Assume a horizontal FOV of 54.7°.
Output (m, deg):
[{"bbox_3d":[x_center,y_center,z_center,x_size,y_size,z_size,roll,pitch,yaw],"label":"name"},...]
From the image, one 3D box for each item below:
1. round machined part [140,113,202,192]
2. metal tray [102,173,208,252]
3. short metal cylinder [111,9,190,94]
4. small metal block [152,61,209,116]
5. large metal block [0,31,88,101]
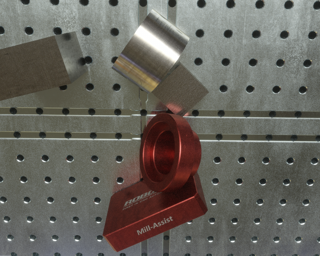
[{"bbox_3d":[0.015,0.032,0.392,0.042,0.098,0.097,8,112,-30],"label":"round machined part"},{"bbox_3d":[-0.007,0.101,0.415,0.130,0.090,0.030,-26,110,9],"label":"metal tray"},{"bbox_3d":[-0.011,-0.086,0.352,0.050,0.080,0.080,35,106,-12],"label":"short metal cylinder"},{"bbox_3d":[0.025,-0.048,0.396,0.050,0.025,0.050,43,104,-14],"label":"small metal block"},{"bbox_3d":[-0.138,-0.074,0.355,0.080,0.080,0.050,-13,110,4],"label":"large metal block"}]
